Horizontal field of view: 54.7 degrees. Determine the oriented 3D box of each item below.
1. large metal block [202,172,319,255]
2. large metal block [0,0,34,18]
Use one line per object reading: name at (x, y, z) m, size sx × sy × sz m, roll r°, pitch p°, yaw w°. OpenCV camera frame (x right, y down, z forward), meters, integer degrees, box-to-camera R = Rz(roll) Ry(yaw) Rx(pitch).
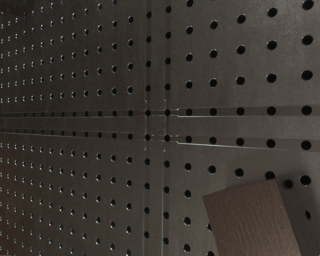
large metal block at (0.099, 0.096, 0.310) m, size 0.080 × 0.050 × 0.080 m, roll -24°, pitch 75°, yaw 37°
large metal block at (-0.305, -0.279, 0.621) m, size 0.050 × 0.081 × 0.080 m, roll -4°, pitch 87°, yaw 39°
